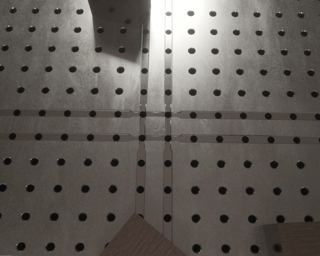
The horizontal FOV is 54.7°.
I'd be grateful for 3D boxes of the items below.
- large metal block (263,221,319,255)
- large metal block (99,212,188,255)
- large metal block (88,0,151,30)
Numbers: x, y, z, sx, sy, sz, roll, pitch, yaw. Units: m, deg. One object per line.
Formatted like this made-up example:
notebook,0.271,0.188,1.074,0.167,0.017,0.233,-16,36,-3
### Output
large metal block,0.170,0.148,0.347,0.081,0.050,0.080,-2,70,-1
large metal block,-0.021,0.152,0.343,0.080,0.050,0.080,37,74,12
large metal block,-0.060,-0.200,0.455,0.080,0.080,0.050,19,71,6
